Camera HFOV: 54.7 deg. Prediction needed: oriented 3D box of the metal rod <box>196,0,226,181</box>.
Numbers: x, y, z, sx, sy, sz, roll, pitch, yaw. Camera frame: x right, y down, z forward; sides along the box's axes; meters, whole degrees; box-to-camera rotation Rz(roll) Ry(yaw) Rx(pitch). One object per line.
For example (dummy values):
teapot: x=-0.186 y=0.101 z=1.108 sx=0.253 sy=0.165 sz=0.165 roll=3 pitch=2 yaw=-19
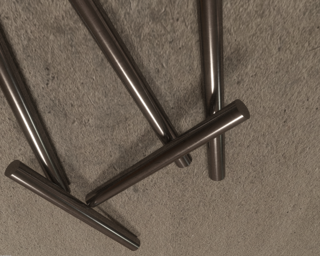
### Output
metal rod: x=0.064 y=-0.041 z=0.372 sx=0.025 sy=0.025 sz=0.298 roll=-7 pitch=130 yaw=5

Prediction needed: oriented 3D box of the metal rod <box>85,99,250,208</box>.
metal rod: x=-0.011 y=0.049 z=0.420 sx=0.025 sy=0.025 sz=0.299 roll=35 pitch=130 yaw=-26

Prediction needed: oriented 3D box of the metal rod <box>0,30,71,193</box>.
metal rod: x=-0.168 y=-0.010 z=0.395 sx=0.025 sy=0.025 sz=0.298 roll=-4 pitch=130 yaw=3

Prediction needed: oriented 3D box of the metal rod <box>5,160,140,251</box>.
metal rod: x=-0.120 y=0.139 z=0.500 sx=0.025 sy=0.025 sz=0.300 roll=-23 pitch=134 yaw=18

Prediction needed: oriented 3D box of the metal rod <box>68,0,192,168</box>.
metal rod: x=-0.030 y=-0.054 z=0.360 sx=0.025 sy=0.025 sz=0.299 roll=-20 pitch=128 yaw=16
